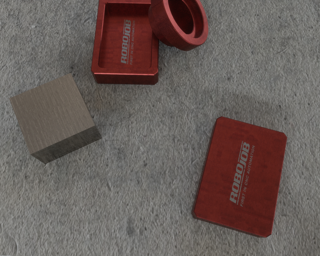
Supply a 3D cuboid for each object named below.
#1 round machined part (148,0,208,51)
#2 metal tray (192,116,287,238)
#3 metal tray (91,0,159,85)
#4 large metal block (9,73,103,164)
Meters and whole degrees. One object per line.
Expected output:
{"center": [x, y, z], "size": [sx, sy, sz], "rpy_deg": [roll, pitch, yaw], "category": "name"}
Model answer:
{"center": [0.022, -0.155, 0.437], "size": [0.099, 0.042, 0.098], "rpy_deg": [18, 64, -42], "category": "round machined part"}
{"center": [0.099, 0.058, 0.385], "size": [0.090, 0.030, 0.130], "rpy_deg": [16, 71, 5], "category": "metal tray"}
{"center": [-0.047, -0.128, 0.451], "size": [0.091, 0.030, 0.130], "rpy_deg": [1, 70, 0], "category": "metal tray"}
{"center": [-0.131, -0.011, 0.398], "size": [0.080, 0.050, 0.080], "rpy_deg": [-25, 72, -9], "category": "large metal block"}
